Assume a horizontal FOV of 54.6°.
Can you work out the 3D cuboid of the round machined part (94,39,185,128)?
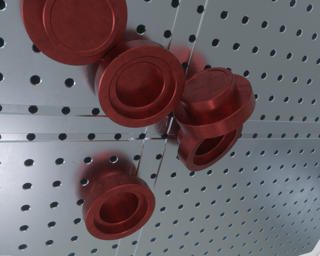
[{"bbox_3d":[-0.025,-0.052,0.350,0.099,0.042,0.097,-13,127,-17],"label":"round machined part"}]

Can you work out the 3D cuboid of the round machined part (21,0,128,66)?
[{"bbox_3d":[-0.077,-0.105,0.293,0.099,0.042,0.097,-14,124,-21],"label":"round machined part"}]

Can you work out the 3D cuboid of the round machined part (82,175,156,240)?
[{"bbox_3d":[-0.059,0.105,0.432,0.099,0.042,0.097,-14,124,-21],"label":"round machined part"}]

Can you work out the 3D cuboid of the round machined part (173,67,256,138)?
[{"bbox_3d":[0.061,-0.036,0.374,0.098,0.098,0.042,-34,125,-6],"label":"round machined part"}]

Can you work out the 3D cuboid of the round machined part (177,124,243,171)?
[{"bbox_3d":[0.063,0.011,0.429,0.099,0.042,0.098,-27,145,-21],"label":"round machined part"}]
